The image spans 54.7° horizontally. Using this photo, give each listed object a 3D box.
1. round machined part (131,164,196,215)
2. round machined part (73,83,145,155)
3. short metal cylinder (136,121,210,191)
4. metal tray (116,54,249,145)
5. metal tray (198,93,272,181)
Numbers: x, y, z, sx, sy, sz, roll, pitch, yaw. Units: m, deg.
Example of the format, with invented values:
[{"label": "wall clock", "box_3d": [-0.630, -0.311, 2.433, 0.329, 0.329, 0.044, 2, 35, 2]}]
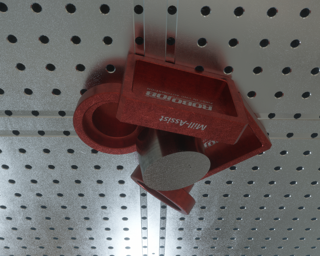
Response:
[{"label": "round machined part", "box_3d": [0.010, 0.080, 0.446, 0.098, 0.042, 0.098, 31, 164, 11]}, {"label": "round machined part", "box_3d": [-0.054, -0.015, 0.387, 0.099, 0.042, 0.097, -1, 130, 0]}, {"label": "short metal cylinder", "box_3d": [0.015, 0.033, 0.375, 0.081, 0.050, 0.080, -9, 140, -8]}, {"label": "metal tray", "box_3d": [0.023, -0.034, 0.340, 0.131, 0.090, 0.030, 12, 129, -11]}, {"label": "metal tray", "box_3d": [0.072, 0.019, 0.425, 0.130, 0.030, 0.090, -29, 125, 22]}]
